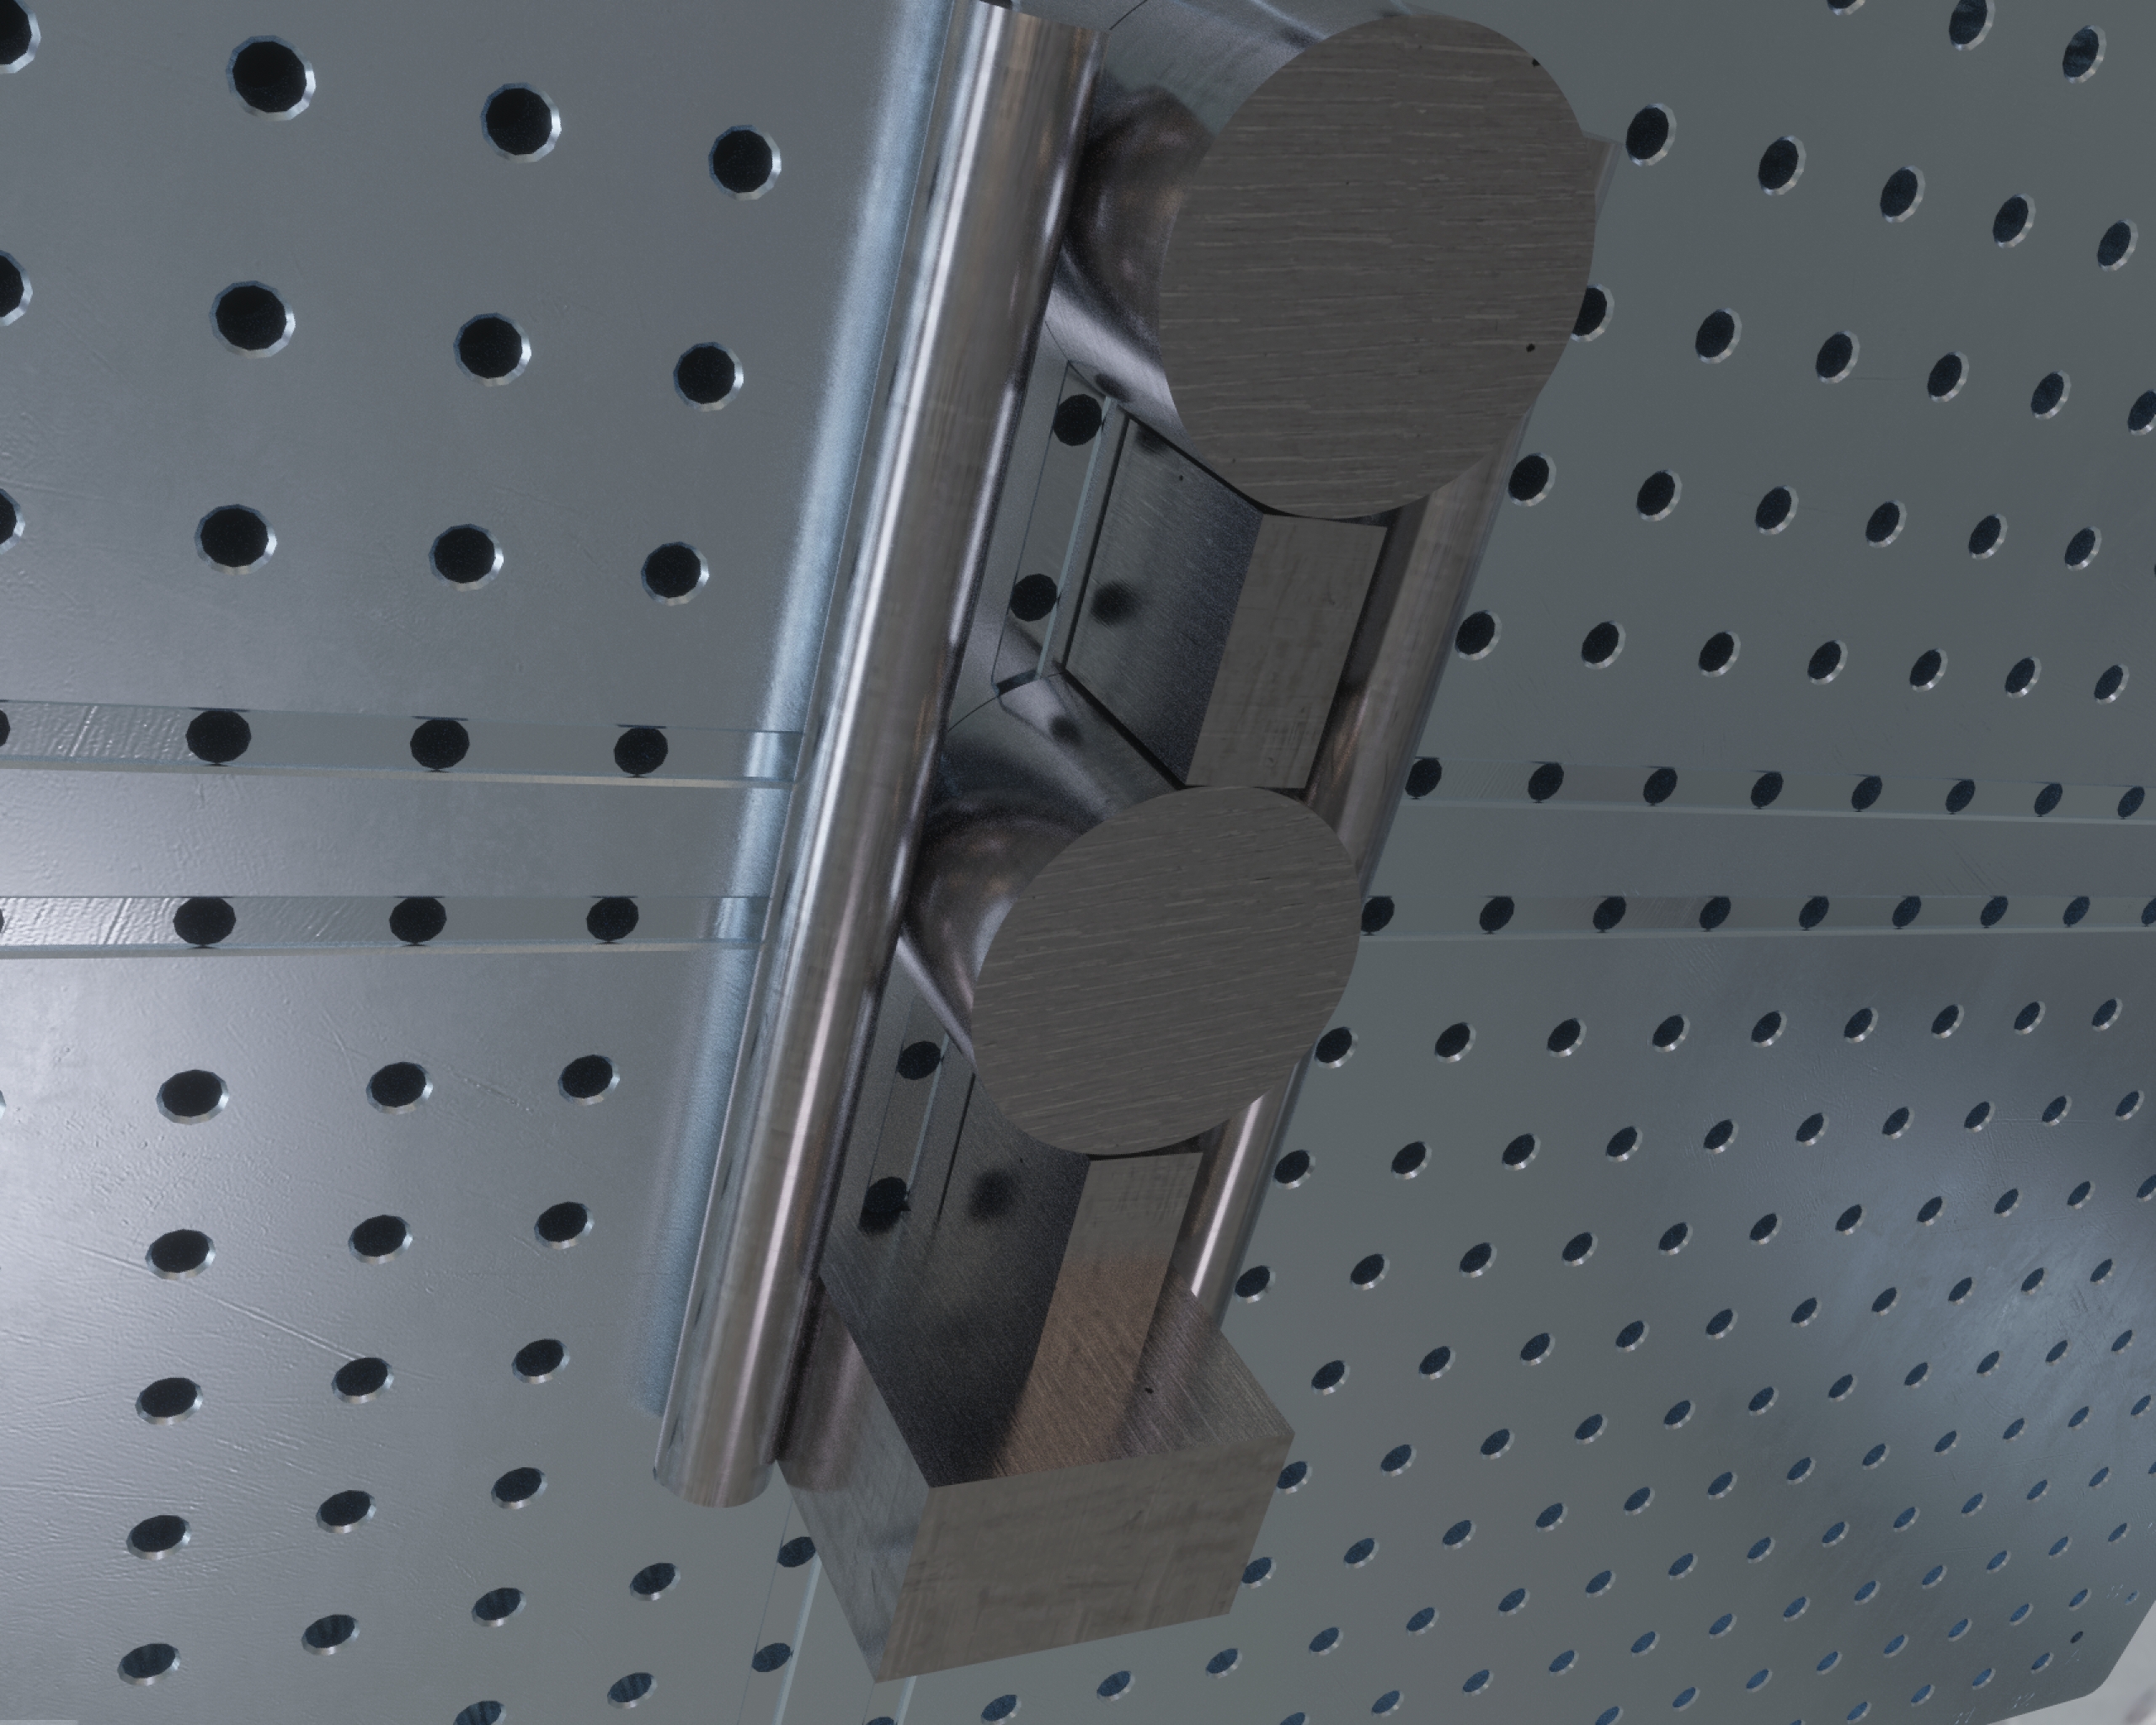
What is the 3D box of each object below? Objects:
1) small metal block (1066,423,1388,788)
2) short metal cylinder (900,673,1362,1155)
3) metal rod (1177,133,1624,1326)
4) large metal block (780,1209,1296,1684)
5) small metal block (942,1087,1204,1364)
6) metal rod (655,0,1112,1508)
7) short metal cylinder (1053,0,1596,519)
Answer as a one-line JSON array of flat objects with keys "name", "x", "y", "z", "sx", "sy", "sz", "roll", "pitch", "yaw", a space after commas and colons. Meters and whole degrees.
[{"name": "small metal block", "x": 0.025, "y": -0.047, "z": 0.378, "sx": 0.025, "sy": 0.050, "sz": 0.050, "roll": 1, "pitch": 118, "yaw": -29}, {"name": "short metal cylinder", "x": 0.007, "y": 0.009, "z": 0.404, "sx": 0.081, "sy": 0.050, "sz": 0.079, "roll": -14, "pitch": 124, "yaw": -21}, {"name": "metal rod", "x": 0.050, "y": -0.002, "z": 0.436, "sx": 0.025, "sy": 0.025, "sz": 0.298, "roll": 1, "pitch": 118, "yaw": -29}, {"name": "large metal block", "x": -0.014, "y": 0.117, "z": 0.440, "sx": 0.081, "sy": 0.080, "sz": 0.050, "roll": 1, "pitch": 118, "yaw": -29}, {"name": "small metal block", "x": -0.003, "y": 0.067, "z": 0.434, "sx": 0.025, "sy": 0.050, "sz": 0.050, "roll": 0, "pitch": 118, "yaw": -29}, {"name": "metal rod", "x": -0.042, "y": -0.001, "z": 0.386, "sx": 0.025, "sy": 0.025, "sz": 0.298, "roll": 1, "pitch": 118, "yaw": -29}, {"name": "short metal cylinder", "x": 0.038, "y": -0.104, "z": 0.351, "sx": 0.081, "sy": 0.050, "sz": 0.079, "roll": -14, "pitch": 124, "yaw": -21}]
